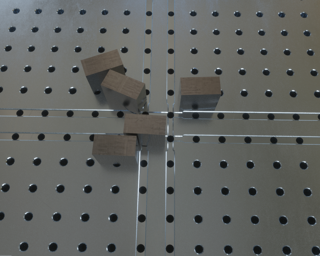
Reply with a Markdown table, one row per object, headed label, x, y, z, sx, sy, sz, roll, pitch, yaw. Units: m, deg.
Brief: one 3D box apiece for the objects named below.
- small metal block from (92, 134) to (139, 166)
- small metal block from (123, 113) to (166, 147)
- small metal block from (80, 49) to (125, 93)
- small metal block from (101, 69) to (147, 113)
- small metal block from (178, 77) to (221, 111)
| label | x | y | z | sx | sy | sz | roll | pitch | yaw |
| --- | --- | --- | --- | --- | --- | --- | --- | --- | --- |
| small metal block | -0.053 | 0.028 | 0.388 | 0.050 | 0.050 | 0.025 | 2 | 70 | 1 |
| small metal block | -0.018 | 0.004 | 0.397 | 0.050 | 0.050 | 0.025 | 3 | 70 | 1 |
| small metal block | -0.076 | -0.077 | 0.426 | 0.050 | 0.050 | 0.025 | -19 | 71 | -7 |
| small metal block | -0.047 | -0.047 | 0.416 | 0.050 | 0.050 | 0.025 | 23 | 72 | 8 |
| small metal block | 0.052 | -0.045 | 0.415 | 0.050 | 0.050 | 0.025 | -2 | 70 | -1 |
